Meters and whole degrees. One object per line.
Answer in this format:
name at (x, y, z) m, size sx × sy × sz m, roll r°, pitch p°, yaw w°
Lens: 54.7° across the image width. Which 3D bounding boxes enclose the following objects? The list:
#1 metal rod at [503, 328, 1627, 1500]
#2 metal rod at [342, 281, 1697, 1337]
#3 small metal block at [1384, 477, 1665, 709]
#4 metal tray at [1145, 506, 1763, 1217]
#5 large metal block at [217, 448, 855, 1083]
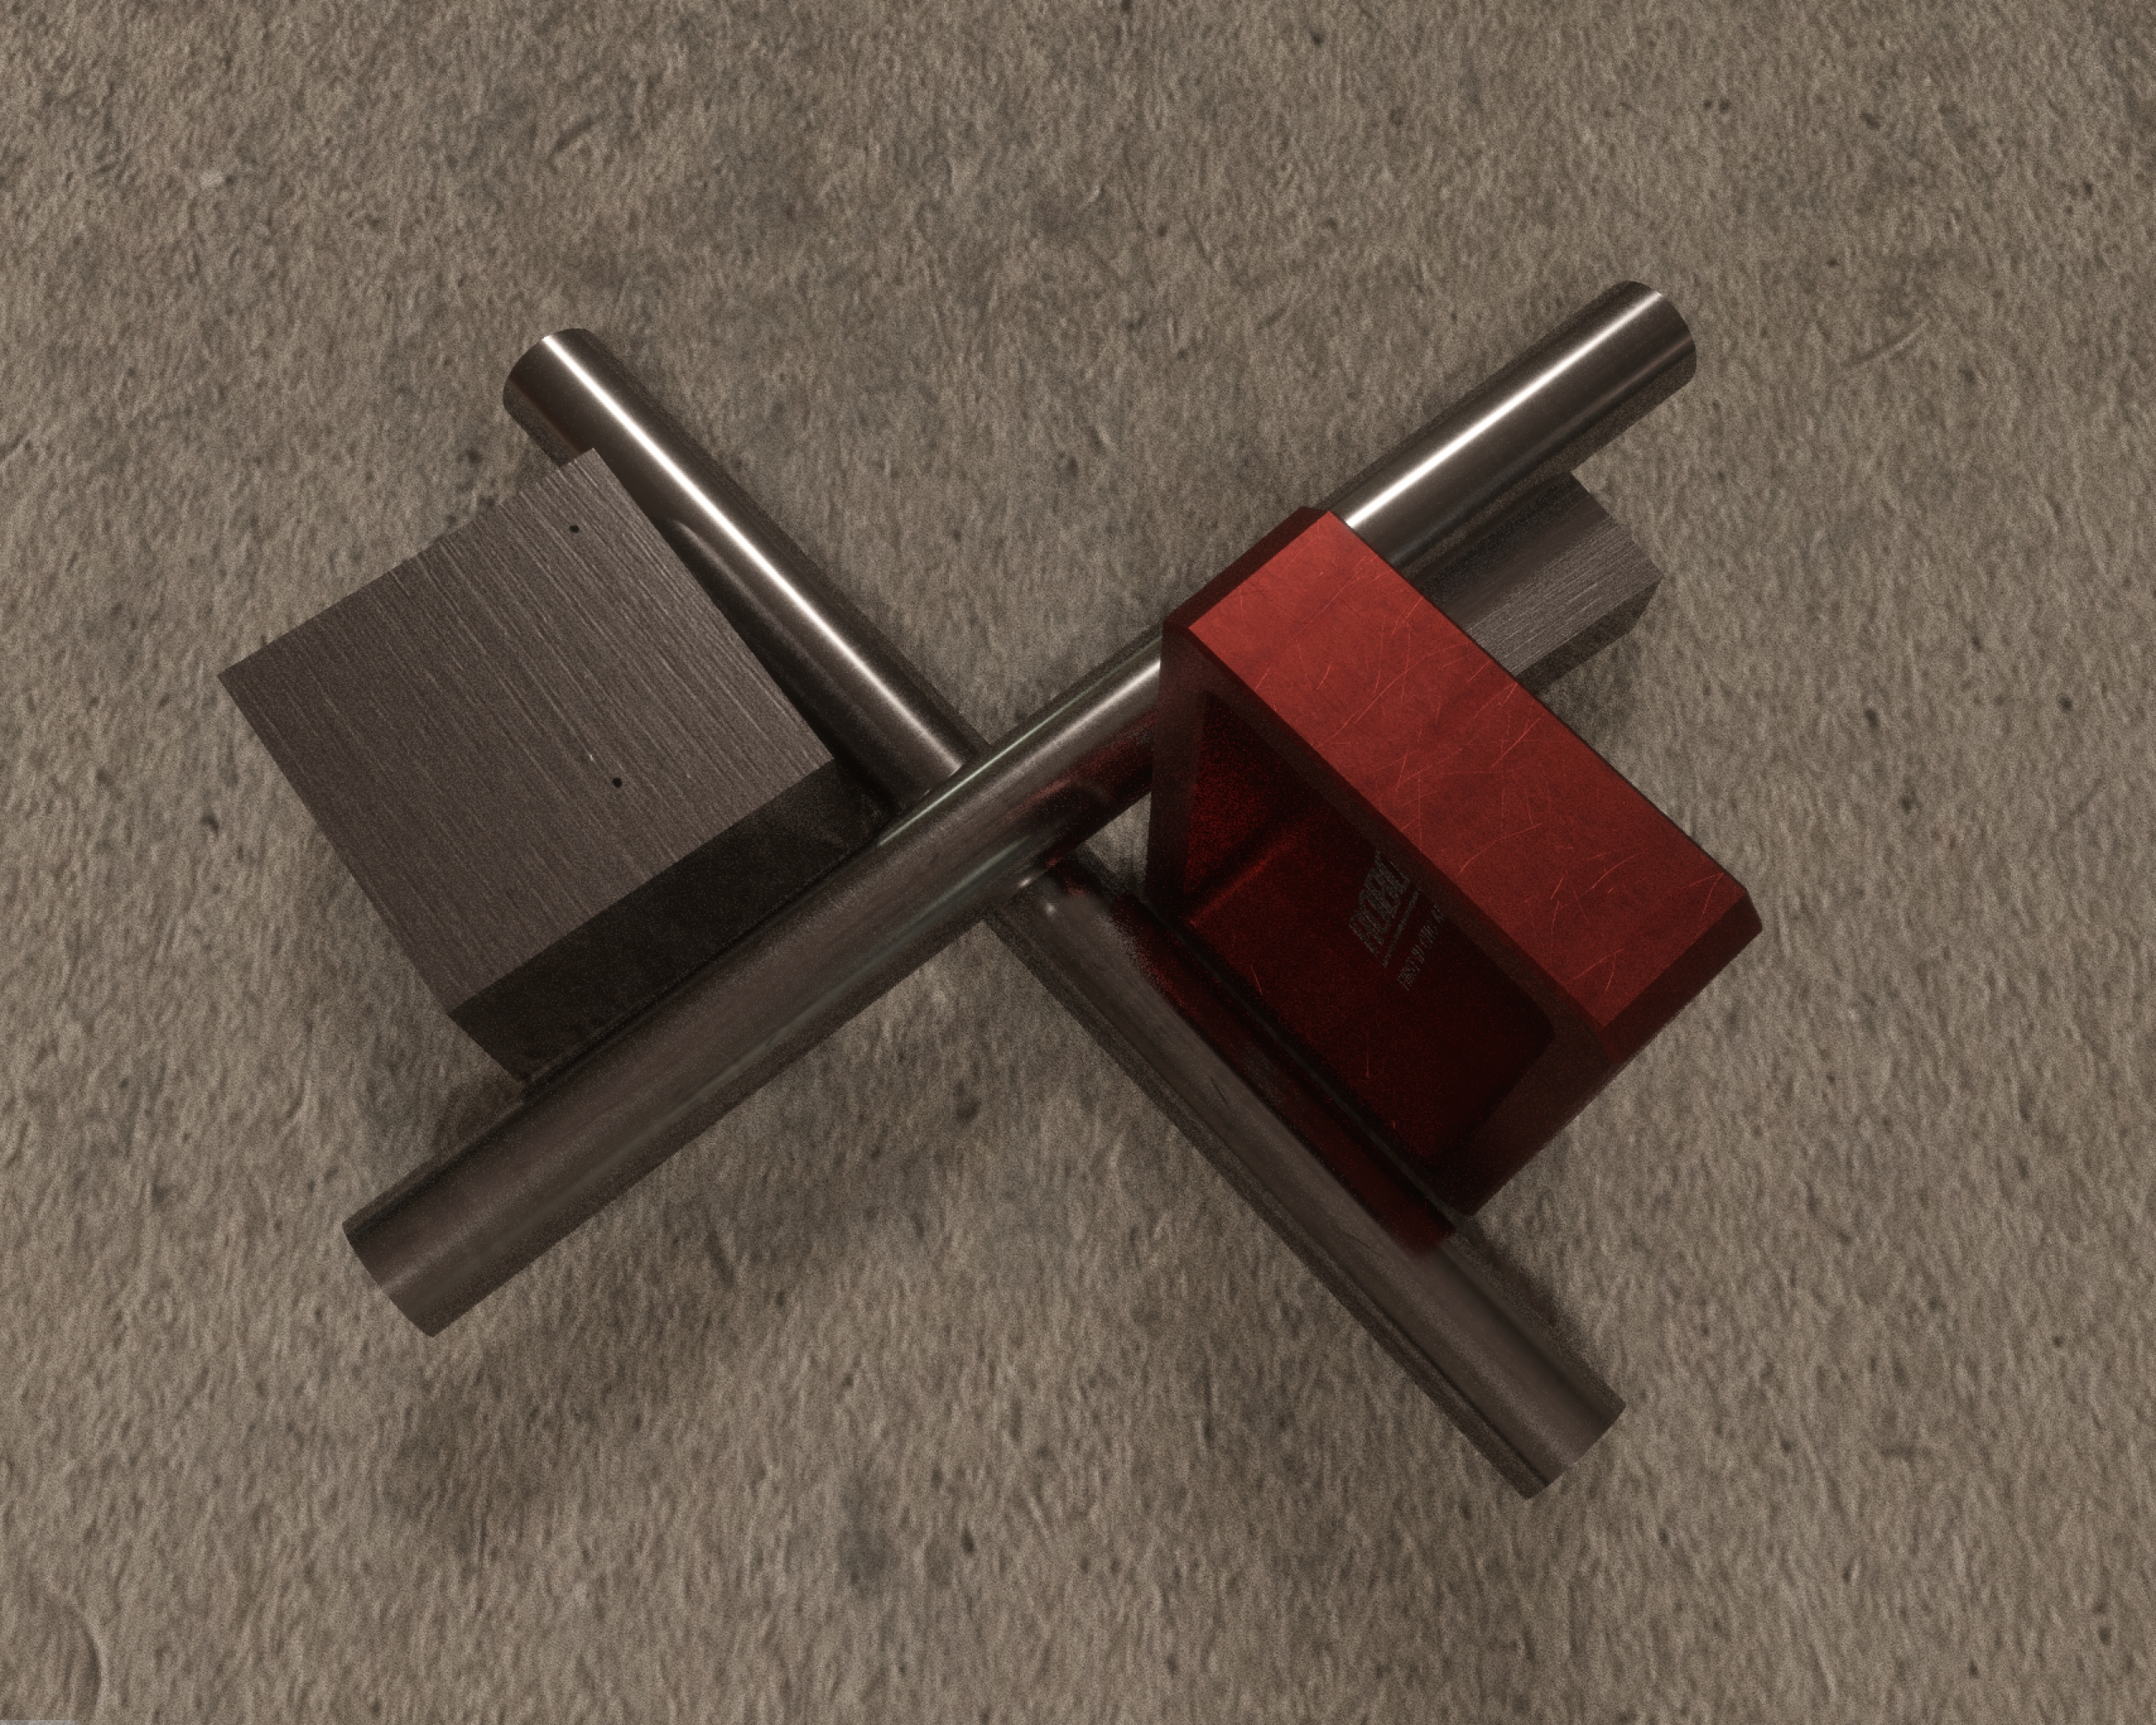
metal rod at (-0.012, 0.000, 0.409) m, size 0.025 × 0.025 × 0.300 m, roll -40°, pitch 75°, yaw -13°
metal rod at (-0.001, -0.018, 0.389) m, size 0.301 × 0.025 × 0.025 m, roll -37°, pitch 75°, yaw -13°
small metal block at (0.083, -0.059, 0.432) m, size 0.050 × 0.025 × 0.050 m, roll -34°, pitch 74°, yaw -12°
metal tray at (0.054, 0.007, 0.351) m, size 0.030 × 0.130 × 0.090 m, roll -41°, pitch 75°, yaw -13°
large metal block at (-0.100, -0.018, 0.400) m, size 0.080 × 0.050 × 0.080 m, roll -35°, pitch 74°, yaw -12°
